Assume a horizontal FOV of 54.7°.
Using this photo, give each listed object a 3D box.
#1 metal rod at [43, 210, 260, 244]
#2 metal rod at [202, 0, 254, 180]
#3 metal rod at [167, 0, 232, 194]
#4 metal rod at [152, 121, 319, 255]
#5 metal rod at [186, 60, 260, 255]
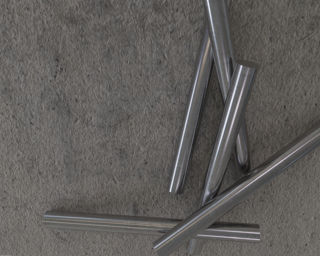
[{"bbox_3d":[-0.018,0.137,0.434,0.301,0.025,0.025,1,111,9],"label":"metal rod"},{"bbox_3d":[0.085,-0.047,0.374,0.025,0.025,0.298,-15,117,5],"label":"metal rod"},{"bbox_3d":[0.050,-0.050,0.391,0.025,0.025,0.298,10,110,-4],"label":"metal rod"},{"bbox_3d":[0.120,0.071,0.403,0.301,0.025,0.025,-35,107,-1],"label":"metal rod"},{"bbox_3d":[0.073,0.059,0.405,0.025,0.025,0.298,8,120,-3],"label":"metal rod"}]
